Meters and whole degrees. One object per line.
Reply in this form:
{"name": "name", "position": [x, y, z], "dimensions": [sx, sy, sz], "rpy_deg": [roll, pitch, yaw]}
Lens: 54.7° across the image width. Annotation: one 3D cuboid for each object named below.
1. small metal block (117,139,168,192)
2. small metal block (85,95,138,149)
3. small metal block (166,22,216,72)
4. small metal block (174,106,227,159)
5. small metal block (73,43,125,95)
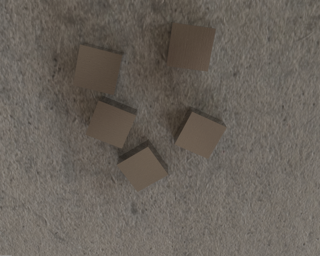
{"name": "small metal block", "position": [-0.023, 0.052, 0.429], "dimensions": [0.050, 0.025, 0.050], "rpy_deg": [-31, 108, 10]}
{"name": "small metal block", "position": [-0.063, -0.008, 0.406], "dimensions": [0.050, 0.025, 0.050], "rpy_deg": [22, 108, -9]}
{"name": "small metal block", "position": [0.036, -0.098, 0.374], "dimensions": [0.050, 0.025, 0.050], "rpy_deg": [7, 110, -3]}
{"name": "small metal block", "position": [0.052, 0.006, 0.413], "dimensions": [0.050, 0.025, 0.050], "rpy_deg": [24, 108, -9]}
{"name": "small metal block", "position": [-0.075, -0.073, 0.382], "dimensions": [0.050, 0.025, 0.050], "rpy_deg": [13, 110, -6]}
